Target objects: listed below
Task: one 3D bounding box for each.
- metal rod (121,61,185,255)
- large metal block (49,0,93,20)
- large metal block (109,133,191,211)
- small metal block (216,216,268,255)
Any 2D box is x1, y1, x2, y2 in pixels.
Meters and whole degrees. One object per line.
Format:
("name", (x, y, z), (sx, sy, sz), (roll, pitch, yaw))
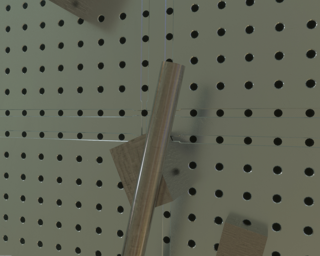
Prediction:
("metal rod", (-0.017, 0.079, 0.332), (0.025, 0.025, 0.298), (13, 95, 19))
("large metal block", (-0.129, -0.209, 0.427), (0.050, 0.080, 0.080), (33, 101, 16))
("large metal block", (-0.009, 0.052, 0.386), (0.050, 0.080, 0.080), (-24, 82, 18))
("small metal block", (0.099, 0.143, 0.377), (0.050, 0.025, 0.050), (15, 95, 19))
